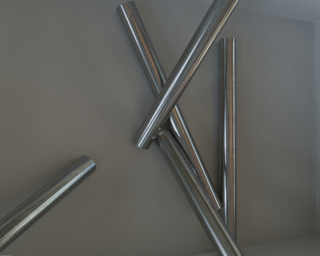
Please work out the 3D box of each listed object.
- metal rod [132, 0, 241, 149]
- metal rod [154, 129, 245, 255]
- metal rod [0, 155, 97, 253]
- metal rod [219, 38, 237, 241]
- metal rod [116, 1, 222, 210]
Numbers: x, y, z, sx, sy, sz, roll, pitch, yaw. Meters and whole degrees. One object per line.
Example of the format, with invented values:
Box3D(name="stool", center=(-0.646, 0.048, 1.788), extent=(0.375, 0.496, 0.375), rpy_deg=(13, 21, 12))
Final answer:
Box3D(name="metal rod", center=(0.049, -0.099, 0.354), extent=(0.025, 0.025, 0.298), rpy_deg=(24, 111, -19))
Box3D(name="metal rod", center=(0.070, 0.126, 0.351), extent=(0.025, 0.025, 0.299), rpy_deg=(-21, 63, -19))
Box3D(name="metal rod", center=(-0.168, 0.117, 0.277), extent=(0.302, 0.025, 0.025), rpy_deg=(-42, 106, -44))
Box3D(name="metal rod", center=(0.098, 0.022, 0.448), extent=(0.025, 0.025, 0.298), rpy_deg=(0, 90, -20))
Box3D(name="metal rod", center=(0.016, -0.021, 0.417), extent=(0.025, 0.025, 0.299), rpy_deg=(-27, 99, -18))
